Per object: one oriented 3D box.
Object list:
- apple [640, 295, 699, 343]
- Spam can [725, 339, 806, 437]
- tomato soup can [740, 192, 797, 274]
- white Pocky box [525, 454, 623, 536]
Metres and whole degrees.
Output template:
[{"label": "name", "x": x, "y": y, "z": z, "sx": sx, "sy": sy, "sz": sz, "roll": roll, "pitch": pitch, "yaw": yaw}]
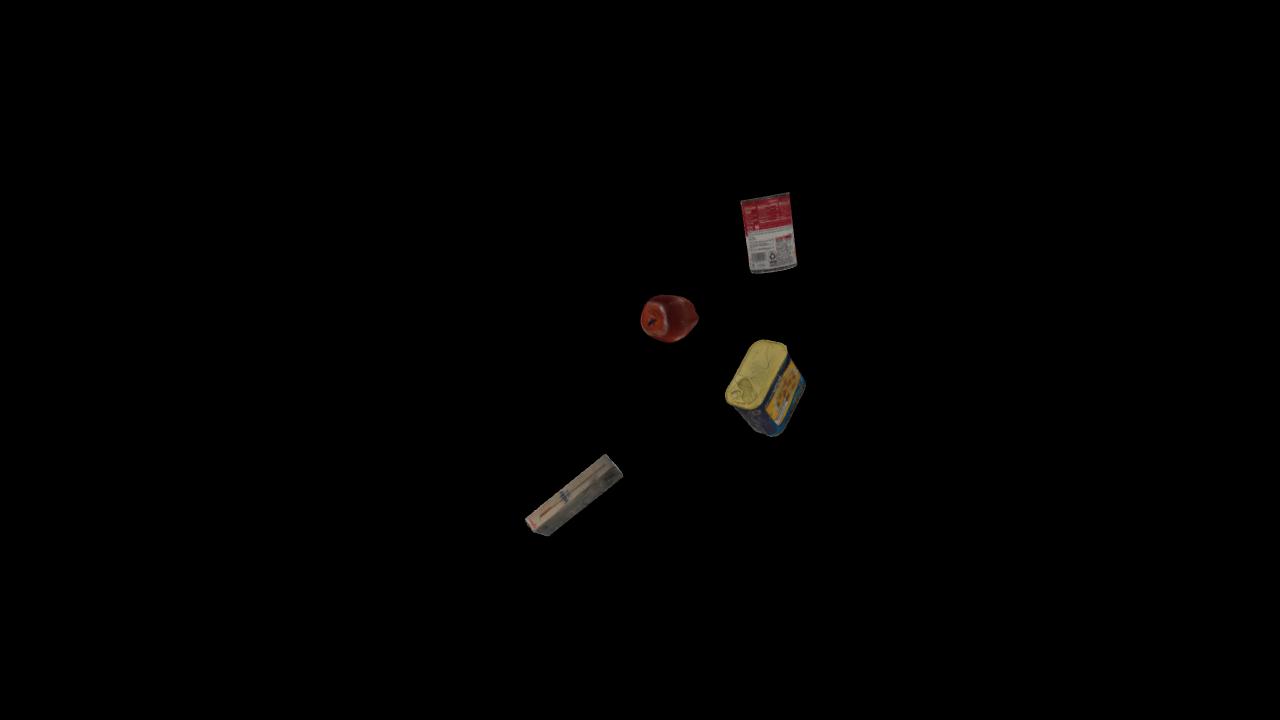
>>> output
[{"label": "apple", "x": 0.045, "y": -0.064, "z": 0.955, "sx": 0.093, "sy": 0.079, "sz": 0.079, "roll": -12, "pitch": 9, "yaw": -43}, {"label": "Spam can", "x": 0.169, "y": 0.039, "z": 0.810, "sx": 0.058, "sy": 0.101, "sz": 0.085, "roll": 17, "pitch": -21, "yaw": 44}, {"label": "tomato soup can", "x": 0.180, "y": -0.176, "z": 0.853, "sx": 0.068, "sy": 0.101, "sz": 0.068, "roll": -10, "pitch": 12, "yaw": 2}, {"label": "white Pocky box", "x": -0.097, "y": 0.209, "z": 0.943, "sx": 0.154, "sy": 0.028, "sz": 0.084, "roll": -38, "pitch": -21, "yaw": -7}]
